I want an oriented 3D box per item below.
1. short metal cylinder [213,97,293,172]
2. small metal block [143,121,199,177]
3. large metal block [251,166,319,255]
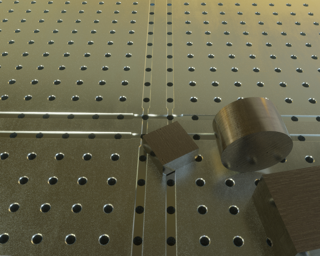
[{"bbox_3d":[0.107,0.010,0.364,0.081,0.080,0.050,-4,50,-3],"label":"short metal cylinder"},{"bbox_3d":[0.013,0.025,0.387,0.050,0.025,0.050,-24,54,-19],"label":"small metal block"},{"bbox_3d":[0.152,0.089,0.318,0.081,0.050,0.080,-8,51,-7],"label":"large metal block"}]
